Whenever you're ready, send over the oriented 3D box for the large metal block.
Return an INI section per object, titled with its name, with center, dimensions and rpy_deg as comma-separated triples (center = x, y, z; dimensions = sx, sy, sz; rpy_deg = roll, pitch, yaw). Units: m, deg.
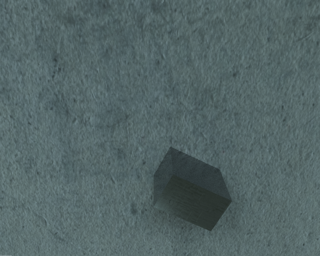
[large metal block]
center = 0.039, 0.078, 0.410
dimensions = 0.080, 0.080, 0.050
rpy_deg = 26, 108, -10
